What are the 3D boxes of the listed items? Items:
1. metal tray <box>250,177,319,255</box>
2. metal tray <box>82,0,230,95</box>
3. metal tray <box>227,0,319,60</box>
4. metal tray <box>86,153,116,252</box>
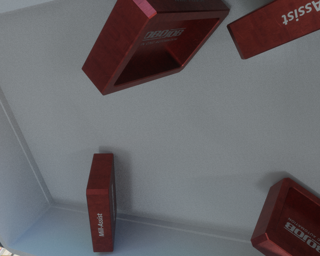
[{"bbox_3d":[0.177,0.128,0.349,0.130,0.090,0.030,35,141,5],"label":"metal tray"},{"bbox_3d":[0.001,-0.083,0.287,0.030,0.131,0.090,51,130,10],"label":"metal tray"},{"bbox_3d":[0.125,-0.098,0.225,0.130,0.091,0.030,-16,106,44],"label":"metal tray"},{"bbox_3d":[-0.087,0.115,0.480,0.030,0.090,0.129,0,122,-4],"label":"metal tray"}]
